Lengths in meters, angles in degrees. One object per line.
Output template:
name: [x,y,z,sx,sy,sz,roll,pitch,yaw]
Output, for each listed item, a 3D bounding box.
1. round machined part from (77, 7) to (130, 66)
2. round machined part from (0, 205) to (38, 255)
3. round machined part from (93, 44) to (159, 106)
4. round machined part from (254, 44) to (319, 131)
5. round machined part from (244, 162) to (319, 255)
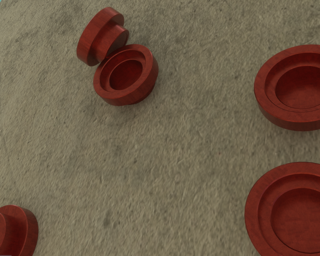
round machined part: [-0.086,-0.139,0.498,0.042,0.098,0.098,35,79,2]
round machined part: [-0.216,0.150,0.412,0.098,0.042,0.098,-13,56,20]
round machined part: [-0.046,-0.074,0.461,0.098,0.042,0.098,-13,56,20]
round machined part: [0.156,-0.039,0.335,0.098,0.042,0.098,-13,56,20]
round machined part: [0.129,0.083,0.274,0.098,0.042,0.098,-13,56,20]
